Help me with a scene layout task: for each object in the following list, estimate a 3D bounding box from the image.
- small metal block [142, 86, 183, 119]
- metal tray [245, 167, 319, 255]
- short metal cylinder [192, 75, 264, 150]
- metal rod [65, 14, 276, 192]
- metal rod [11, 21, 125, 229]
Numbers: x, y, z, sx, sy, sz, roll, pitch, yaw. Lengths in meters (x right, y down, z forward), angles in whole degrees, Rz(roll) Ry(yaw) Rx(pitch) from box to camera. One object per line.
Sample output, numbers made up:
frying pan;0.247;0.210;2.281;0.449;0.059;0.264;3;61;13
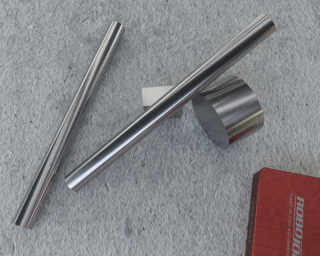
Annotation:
small metal block;0.003;-0.032;0.407;0.050;0.050;0.025;-5;70;-2
metal tray;0.153;0.119;0.364;0.091;0.030;0.130;11;70;3
short metal cylinder;0.083;-0.019;0.387;0.050;0.080;0.080;-29;73;-10
metal rod;0.007;-0.025;0.366;0.300;0.025;0.025;-39;74;6
metal rod;-0.113;-0.018;0.413;0.025;0.025;0.299;18;71;6
